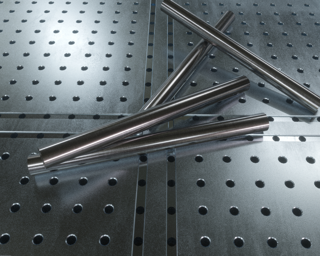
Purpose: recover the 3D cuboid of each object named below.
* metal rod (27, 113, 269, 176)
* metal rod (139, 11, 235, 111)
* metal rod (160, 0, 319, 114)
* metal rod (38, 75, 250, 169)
[{"bbox_3d":[-0.007,0.018,0.392,0.302,0.025,0.025,-10,51,-9],"label":"metal rod"},{"bbox_3d":[0.054,-0.110,0.500,0.025,0.025,0.301,24,54,19],"label":"metal rod"},{"bbox_3d":[0.117,-0.122,0.485,0.300,0.025,0.025,40,61,20],"label":"metal rod"},{"bbox_3d":[-0.001,-0.017,0.400,0.302,0.025,0.025,-22,53,-26],"label":"metal rod"}]
